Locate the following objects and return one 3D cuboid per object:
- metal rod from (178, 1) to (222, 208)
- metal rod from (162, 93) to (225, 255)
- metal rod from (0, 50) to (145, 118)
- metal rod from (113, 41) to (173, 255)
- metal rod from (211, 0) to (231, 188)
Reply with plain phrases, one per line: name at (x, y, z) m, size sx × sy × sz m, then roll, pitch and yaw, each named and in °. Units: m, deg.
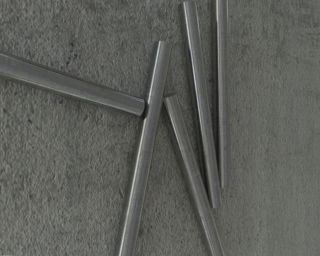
metal rod at (0.061, -0.029, 0.454) m, size 0.025 × 0.025 × 0.298 m, roll -15°, pitch 99°, yaw -39°
metal rod at (0.055, 0.095, 0.450) m, size 0.025 × 0.025 × 0.298 m, roll -29°, pitch 108°, yaw -36°
metal rod at (-0.140, -0.056, 0.286) m, size 0.302 × 0.025 × 0.025 m, roll 15°, pitch 80°, yaw -39°
metal rod at (-0.022, 0.036, 0.386) m, size 0.025 × 0.025 × 0.299 m, roll 17°, pitch 79°, yaw -39°
metal rod at (0.095, -0.057, 0.484) m, size 0.025 × 0.025 × 0.298 m, roll -2°, pitch 92°, yaw -40°
